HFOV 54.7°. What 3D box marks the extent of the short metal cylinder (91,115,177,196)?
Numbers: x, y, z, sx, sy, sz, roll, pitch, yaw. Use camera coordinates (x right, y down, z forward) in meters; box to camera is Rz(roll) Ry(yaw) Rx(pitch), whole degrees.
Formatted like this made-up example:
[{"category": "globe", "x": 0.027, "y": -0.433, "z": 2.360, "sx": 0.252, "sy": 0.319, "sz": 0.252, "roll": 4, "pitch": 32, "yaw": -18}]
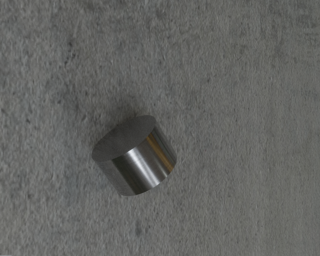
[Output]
[{"category": "short metal cylinder", "x": -0.028, "y": 0.029, "z": 0.347, "sx": 0.080, "sy": 0.080, "sz": 0.050, "roll": -46, "pitch": 118, "yaw": -31}]
